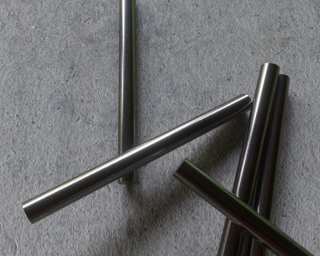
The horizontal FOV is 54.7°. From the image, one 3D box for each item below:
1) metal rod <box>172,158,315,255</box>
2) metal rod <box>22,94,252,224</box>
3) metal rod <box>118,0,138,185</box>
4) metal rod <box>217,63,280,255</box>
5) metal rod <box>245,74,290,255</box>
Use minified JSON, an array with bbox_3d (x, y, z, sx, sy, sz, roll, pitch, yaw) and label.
[{"bbox_3d":[0.141,0.134,0.336,0.300,0.025,0.025,37,74,3],"label":"metal rod"},{"bbox_3d":[-0.011,0.027,0.375,0.302,0.025,0.025,-26,72,-18],"label":"metal rod"},{"bbox_3d":[-0.045,-0.072,0.434,0.025,0.025,0.299,-2,70,-1],"label":"metal rod"},{"bbox_3d":[0.107,0.055,0.379,0.025,0.025,0.299,16,74,6],"label":"metal rod"},{"bbox_3d":[0.132,0.067,0.384,0.025,0.025,0.299,14,70,5],"label":"metal rod"}]
